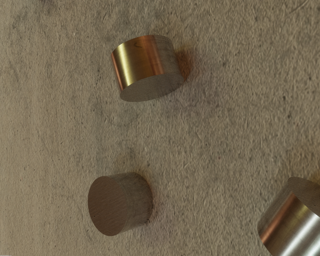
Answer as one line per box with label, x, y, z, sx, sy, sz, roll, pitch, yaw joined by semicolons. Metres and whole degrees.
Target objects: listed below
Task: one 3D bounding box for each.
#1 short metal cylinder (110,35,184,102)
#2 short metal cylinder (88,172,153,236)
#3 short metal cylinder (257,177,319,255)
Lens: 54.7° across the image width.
short metal cylinder;-0.016;-0.071;0.383;0.080;0.081;0.050;-26;74;37
short metal cylinder;-0.056;0.105;0.435;0.080;0.050;0.080;0;90;40
short metal cylinder;0.131;0.086;0.261;0.080;0.081;0.050;39;114;33
